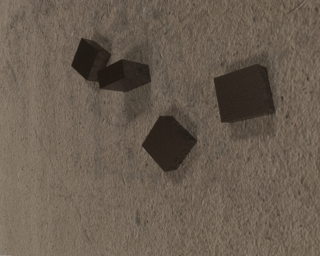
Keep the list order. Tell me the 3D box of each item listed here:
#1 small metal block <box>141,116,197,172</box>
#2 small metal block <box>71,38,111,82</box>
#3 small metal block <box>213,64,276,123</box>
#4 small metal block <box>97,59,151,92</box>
[{"bbox_3d":[0.011,0.019,0.394,0.050,0.025,0.050,46,117,29],"label":"small metal block"},{"bbox_3d":[-0.110,-0.108,0.493,0.050,0.025,0.050,41,115,32],"label":"small metal block"},{"bbox_3d":[0.089,-0.035,0.330,0.050,0.025,0.050,-14,81,38],"label":"small metal block"},{"bbox_3d":[-0.049,-0.071,0.427,0.050,0.050,0.025,-16,80,38],"label":"small metal block"}]
